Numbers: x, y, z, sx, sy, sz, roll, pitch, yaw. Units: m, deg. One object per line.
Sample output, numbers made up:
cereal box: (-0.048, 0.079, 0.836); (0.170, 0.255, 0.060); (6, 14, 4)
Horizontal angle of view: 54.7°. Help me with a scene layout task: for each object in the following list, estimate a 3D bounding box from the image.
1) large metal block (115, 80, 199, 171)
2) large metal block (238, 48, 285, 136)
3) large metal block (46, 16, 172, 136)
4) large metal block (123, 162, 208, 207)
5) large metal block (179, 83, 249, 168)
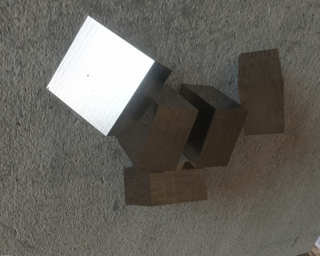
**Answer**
large metal block: (-0.009, -0.005, 0.367); (0.050, 0.080, 0.079); (5, 116, -31)
large metal block: (0.134, -0.048, 0.411); (0.050, 0.080, 0.080); (-5, 129, 18)
large metal block: (-0.049, -0.048, 0.306); (0.080, 0.080, 0.050); (-56, 164, 11)
large metal block: (0.005, 0.074, 0.415); (0.081, 0.080, 0.050); (1, 79, -29)
large metal block: (0.058, -0.005, 0.403); (0.050, 0.080, 0.079); (1, 118, -29)
